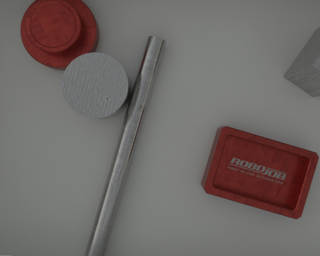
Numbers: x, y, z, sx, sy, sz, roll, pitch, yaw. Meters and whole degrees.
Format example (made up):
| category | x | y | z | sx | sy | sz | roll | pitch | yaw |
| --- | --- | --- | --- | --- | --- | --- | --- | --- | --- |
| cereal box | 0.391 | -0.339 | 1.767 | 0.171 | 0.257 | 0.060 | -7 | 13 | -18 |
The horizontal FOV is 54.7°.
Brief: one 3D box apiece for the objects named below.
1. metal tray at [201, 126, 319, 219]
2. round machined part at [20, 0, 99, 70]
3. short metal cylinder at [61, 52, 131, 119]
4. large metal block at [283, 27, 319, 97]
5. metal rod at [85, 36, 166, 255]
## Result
| category | x | y | z | sx | sy | sz | roll | pitch | yaw |
| --- | --- | --- | --- | --- | --- | --- | --- | --- | --- |
| metal tray | 0.130 | 0.057 | 0.410 | 0.131 | 0.030 | 0.090 | 17 | 90 | -1 |
| round machined part | -0.132 | -0.127 | 0.401 | 0.099 | 0.042 | 0.097 | 0 | 90 | -1 |
| short metal cylinder | -0.078 | -0.052 | 0.398 | 0.081 | 0.050 | 0.079 | 0 | 90 | -1 |
| large metal block | 0.213 | -0.089 | 0.387 | 0.050 | 0.080 | 0.080 | 35 | 90 | -1 |
| metal rod | -0.046 | 0.026 | 0.410 | 0.025 | 0.025 | 0.298 | 16 | 90 | -1 |
